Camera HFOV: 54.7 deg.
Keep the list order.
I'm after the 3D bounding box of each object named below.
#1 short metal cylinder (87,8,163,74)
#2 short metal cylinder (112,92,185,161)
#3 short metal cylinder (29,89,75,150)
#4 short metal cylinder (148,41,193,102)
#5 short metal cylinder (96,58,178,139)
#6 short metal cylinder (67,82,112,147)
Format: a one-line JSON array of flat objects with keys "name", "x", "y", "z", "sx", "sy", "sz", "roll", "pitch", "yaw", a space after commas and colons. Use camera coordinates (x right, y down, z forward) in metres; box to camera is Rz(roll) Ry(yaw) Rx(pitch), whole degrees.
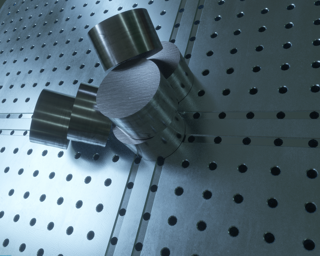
[{"name": "short metal cylinder", "x": -0.043, "y": -0.107, "z": 0.388, "sx": 0.080, "sy": 0.080, "sz": 0.050, "roll": -22, "pitch": 97, "yaw": 15}, {"name": "short metal cylinder", "x": -0.014, "y": -0.004, "z": 0.401, "sx": 0.080, "sy": 0.050, "sz": 0.080, "roll": -13, "pitch": 56, "yaw": 21}, {"name": "short metal cylinder", "x": -0.152, "y": -0.013, "z": 0.452, "sx": 0.050, "sy": 0.080, "sz": 0.080, "roll": 14, "pitch": 61, "yaw": -12}, {"name": "short metal cylinder", "x": 0.000, "y": -0.075, "z": 0.437, "sx": 0.080, "sy": 0.050, "sz": 0.080, "roll": -13, "pitch": 56, "yaw": 21}, {"name": "short metal cylinder", "x": -0.026, "y": -0.034, "z": 0.360, "sx": 0.080, "sy": 0.050, "sz": 0.080, "roll": -13, "pitch": 56, "yaw": 21}, {"name": "short metal cylinder", "x": -0.091, "y": -0.018, "z": 0.422, "sx": 0.050, "sy": 0.080, "sz": 0.080, "roll": 14, "pitch": 61, "yaw": -12}]
